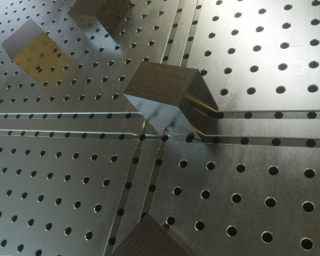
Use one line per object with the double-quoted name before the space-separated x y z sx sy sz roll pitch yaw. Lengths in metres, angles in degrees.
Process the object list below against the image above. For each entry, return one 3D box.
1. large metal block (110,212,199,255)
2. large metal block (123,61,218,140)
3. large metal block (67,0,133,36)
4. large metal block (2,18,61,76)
"large metal block" -0.003 0.145 0.304 0.080 0.050 0.080 -49 52 -6
"large metal block" 0.015 -0.034 0.385 0.080 0.080 0.050 17 71 34
"large metal block" -0.114 -0.227 0.589 0.080 0.050 0.080 20 72 35
"large metal block" -0.262 -0.165 0.627 0.080 0.050 0.080 -43 51 -2
